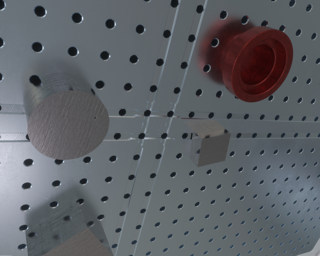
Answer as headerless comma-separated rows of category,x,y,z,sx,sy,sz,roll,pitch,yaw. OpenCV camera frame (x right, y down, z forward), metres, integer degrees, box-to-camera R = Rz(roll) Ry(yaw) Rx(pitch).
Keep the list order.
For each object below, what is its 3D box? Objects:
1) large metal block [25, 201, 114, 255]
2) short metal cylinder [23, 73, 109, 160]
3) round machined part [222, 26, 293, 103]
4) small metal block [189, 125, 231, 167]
large metal block,-0.123,0.162,0.428,0.080,0.050,0.080,-31,129,-9
short metal cylinder,-0.101,-0.013,0.332,0.081,0.050,0.079,-14,124,-21
round machined part,0.124,-0.087,0.414,0.099,0.042,0.097,-14,124,-21
small metal block,0.075,0.027,0.469,0.050,0.025,0.050,-10,123,-24
